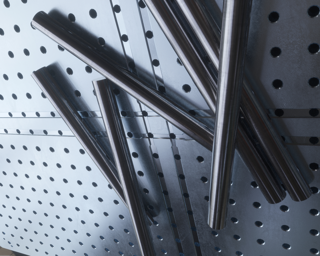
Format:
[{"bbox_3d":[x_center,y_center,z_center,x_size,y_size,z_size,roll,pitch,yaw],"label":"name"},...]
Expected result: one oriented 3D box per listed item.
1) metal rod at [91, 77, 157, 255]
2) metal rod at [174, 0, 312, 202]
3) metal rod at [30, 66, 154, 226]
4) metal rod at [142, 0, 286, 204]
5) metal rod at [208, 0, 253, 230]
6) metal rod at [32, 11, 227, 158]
[{"bbox_3d":[-0.048,0.071,0.462,0.025,0.025,0.298,-1,112,29],"label":"metal rod"},{"bbox_3d":[0.088,-0.042,0.338,0.025,0.025,0.299,-24,105,37],"label":"metal rod"},{"bbox_3d":[-0.099,0.039,0.488,0.025,0.025,0.299,-23,106,36],"label":"metal rod"},{"bbox_3d":[0.064,-0.035,0.355,0.025,0.025,0.299,-25,105,37],"label":"metal rod"},{"bbox_3d":[0.072,-0.001,0.338,0.025,0.025,0.298,12,124,22],"label":"metal rod"},{"bbox_3d":[-0.037,-0.056,0.396,0.300,0.025,0.025,35,129,4],"label":"metal rod"}]
